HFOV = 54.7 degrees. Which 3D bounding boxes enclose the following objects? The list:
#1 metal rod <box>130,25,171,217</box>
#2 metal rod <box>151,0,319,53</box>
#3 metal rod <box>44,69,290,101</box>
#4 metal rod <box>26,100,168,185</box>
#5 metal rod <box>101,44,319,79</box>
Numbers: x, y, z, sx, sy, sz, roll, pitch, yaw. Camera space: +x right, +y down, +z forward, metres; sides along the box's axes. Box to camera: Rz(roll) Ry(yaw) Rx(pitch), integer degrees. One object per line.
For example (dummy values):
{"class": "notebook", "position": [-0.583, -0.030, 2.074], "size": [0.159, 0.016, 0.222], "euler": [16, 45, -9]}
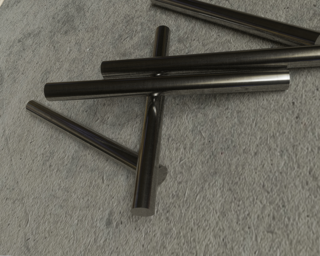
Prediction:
{"class": "metal rod", "position": [-0.007, -0.034, 0.407], "size": [0.025, 0.025, 0.300], "euler": [-12, 50, 22]}
{"class": "metal rod", "position": [0.090, -0.167, 0.458], "size": [0.300, 0.025, 0.025], "euler": [34, 81, 38]}
{"class": "metal rod", "position": [0.000, -0.052, 0.387], "size": [0.301, 0.025, 0.025], "euler": [-2, 60, 10]}
{"class": "metal rod", "position": [-0.111, 0.010, 0.456], "size": [0.300, 0.025, 0.025], "euler": [23, 74, 36]}
{"class": "metal rod", "position": [0.067, -0.082, 0.388], "size": [0.301, 0.025, 0.025], "euler": [0, 61, 17]}
